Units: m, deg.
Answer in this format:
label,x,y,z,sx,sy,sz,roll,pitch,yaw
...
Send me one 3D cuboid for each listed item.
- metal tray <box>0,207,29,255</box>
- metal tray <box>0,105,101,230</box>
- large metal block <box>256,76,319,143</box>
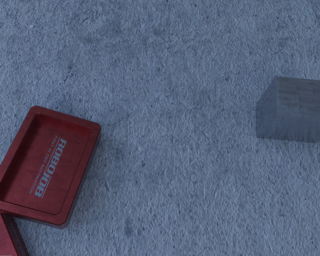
label,x,y,z,sx,sy,sz,roll,pitch,yaw
metal tray,-0.202,0.152,0.347,0.090,0.030,0.130,-29,73,-11
metal tray,-0.133,0.044,0.370,0.091,0.030,0.130,17,61,-3
large metal block,0.172,-0.020,0.388,0.080,0.080,0.050,6,70,2
